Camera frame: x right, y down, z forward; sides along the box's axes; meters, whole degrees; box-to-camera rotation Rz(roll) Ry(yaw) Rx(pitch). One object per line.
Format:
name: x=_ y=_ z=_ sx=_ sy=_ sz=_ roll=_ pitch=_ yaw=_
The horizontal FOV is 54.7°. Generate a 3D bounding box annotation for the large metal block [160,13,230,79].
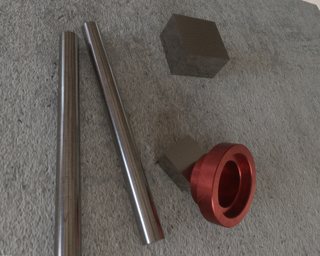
large metal block: x=0.054 y=-0.130 z=0.498 sx=0.081 sy=0.050 sz=0.080 roll=0 pitch=62 yaw=-29

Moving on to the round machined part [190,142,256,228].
round machined part: x=0.074 y=0.066 z=0.375 sx=0.099 sy=0.042 sz=0.097 roll=-5 pitch=97 yaw=-46

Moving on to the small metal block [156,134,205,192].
small metal block: x=0.032 y=0.044 z=0.396 sx=0.050 sy=0.025 sz=0.050 roll=49 pitch=51 yaw=6

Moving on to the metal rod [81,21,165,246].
metal rod: x=-0.052 y=-0.010 z=0.382 sx=0.025 sy=0.025 sz=0.299 roll=-6 pitch=65 yaw=-31

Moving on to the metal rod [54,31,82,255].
metal rod: x=-0.101 y=0.011 z=0.343 sx=0.025 sy=0.025 sz=0.299 roll=6 pitch=59 yaw=-26
